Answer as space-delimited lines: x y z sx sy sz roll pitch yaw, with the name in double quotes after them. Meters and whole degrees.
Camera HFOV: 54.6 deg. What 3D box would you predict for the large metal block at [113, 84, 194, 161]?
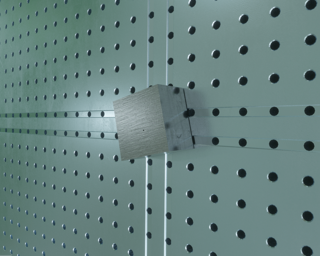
-0.010 -0.005 0.401 0.080 0.050 0.080 -15 81 39 "large metal block"
